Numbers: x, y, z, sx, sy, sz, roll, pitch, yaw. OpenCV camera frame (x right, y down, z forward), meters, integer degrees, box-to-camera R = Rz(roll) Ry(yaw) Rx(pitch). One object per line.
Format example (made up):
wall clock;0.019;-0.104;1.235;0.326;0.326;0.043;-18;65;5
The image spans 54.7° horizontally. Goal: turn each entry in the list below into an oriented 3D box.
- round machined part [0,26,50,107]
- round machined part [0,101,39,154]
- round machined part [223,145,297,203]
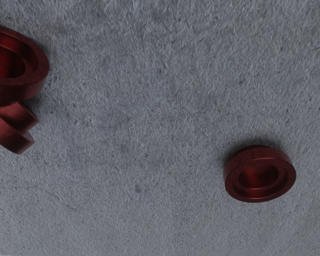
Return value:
round machined part;-0.166;-0.059;0.308;0.099;0.098;0.042;22;126;-18
round machined part;-0.178;-0.019;0.354;0.042;0.098;0.098;-43;126;-11
round machined part;0.141;0.063;0.451;0.099;0.042;0.097;0;130;0
